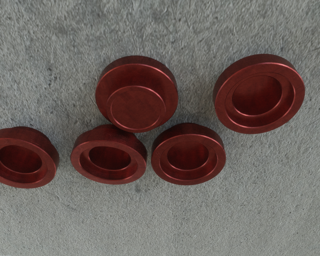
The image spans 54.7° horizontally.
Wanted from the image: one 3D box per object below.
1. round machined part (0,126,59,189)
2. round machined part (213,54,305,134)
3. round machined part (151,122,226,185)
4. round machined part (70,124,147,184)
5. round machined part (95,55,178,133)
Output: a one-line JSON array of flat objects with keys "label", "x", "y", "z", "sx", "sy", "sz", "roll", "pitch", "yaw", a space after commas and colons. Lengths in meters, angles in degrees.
[{"label": "round machined part", "x": -0.188, "y": 0.036, "z": 0.425, "sx": 0.099, "sy": 0.042, "sz": 0.097, "roll": 0, "pitch": 130, "yaw": 0}, {"label": "round machined part", "x": 0.111, "y": -0.043, "z": 0.361, "sx": 0.099, "sy": 0.042, "sz": 0.097, "roll": 0, "pitch": 130, "yaw": 0}, {"label": "round machined part", "x": 0.038, "y": 0.031, "z": 0.423, "sx": 0.099, "sy": 0.042, "sz": 0.097, "roll": 0, "pitch": 130, "yaw": 0}, {"label": "round machined part", "x": -0.066, "y": 0.032, "z": 0.417, "sx": 0.099, "sy": 0.042, "sz": 0.097, "roll": 2, "pitch": 138, "yaw": 2}, {"label": "round machined part", "x": -0.027, "y": -0.032, "z": 0.368, "sx": 0.099, "sy": 0.042, "sz": 0.097, "roll": 0, "pitch": 130, "yaw": 0}]
